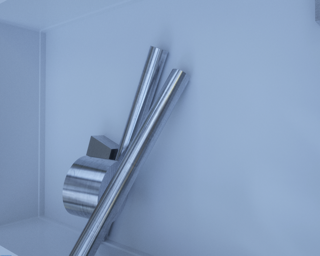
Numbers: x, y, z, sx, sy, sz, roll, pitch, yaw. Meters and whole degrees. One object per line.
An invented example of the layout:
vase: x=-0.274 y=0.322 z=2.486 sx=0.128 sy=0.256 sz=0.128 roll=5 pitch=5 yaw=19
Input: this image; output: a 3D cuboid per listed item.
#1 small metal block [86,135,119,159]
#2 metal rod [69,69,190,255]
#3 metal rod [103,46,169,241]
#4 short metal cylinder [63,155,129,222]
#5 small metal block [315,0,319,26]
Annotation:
small metal block: x=-0.087 y=0.044 z=0.476 sx=0.050 sy=0.025 sz=0.050 roll=27 pitch=107 yaw=36
metal rod: x=-0.044 y=0.063 z=0.360 sx=0.025 sy=0.025 sz=0.299 roll=21 pitch=77 yaw=38
metal rod: x=-0.048 y=0.032 z=0.443 sx=0.025 sy=0.025 sz=0.298 roll=30 pitch=108 yaw=35
short metal cylinder: x=-0.080 y=0.079 z=0.405 sx=0.050 sy=0.080 sz=0.079 roll=7 pitch=95 yaw=22
small metal block: x=0.166 y=-0.120 z=0.270 sx=0.050 sy=0.025 sz=0.050 roll=-1 pitch=89 yaw=39
